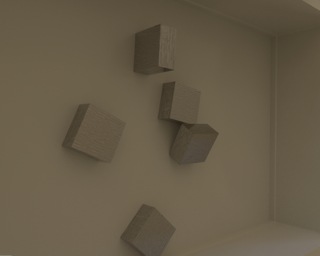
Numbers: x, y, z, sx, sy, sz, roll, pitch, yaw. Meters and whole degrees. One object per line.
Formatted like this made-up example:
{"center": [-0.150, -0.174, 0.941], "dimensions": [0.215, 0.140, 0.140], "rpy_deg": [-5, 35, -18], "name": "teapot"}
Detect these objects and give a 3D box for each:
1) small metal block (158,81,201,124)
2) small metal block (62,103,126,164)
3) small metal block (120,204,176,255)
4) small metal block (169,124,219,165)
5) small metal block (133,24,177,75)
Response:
{"center": [0.028, -0.032, 0.429], "dimensions": [0.050, 0.025, 0.050], "rpy_deg": [14, 81, -39], "name": "small metal block"}
{"center": [-0.073, 0.007, 0.346], "dimensions": [0.050, 0.025, 0.050], "rpy_deg": [31, 71, -36], "name": "small metal block"}
{"center": [-0.014, 0.134, 0.395], "dimensions": [0.050, 0.025, 0.050], "rpy_deg": [52, 60, -28], "name": "small metal block"}
{"center": [0.047, 0.022, 0.431], "dimensions": [0.050, 0.025, 0.050], "rpy_deg": [-1, 123, -40], "name": "small metal block"}
{"center": [-0.007, -0.095, 0.384], "dimensions": [0.025, 0.050, 0.050], "rpy_deg": [5, 87, -40], "name": "small metal block"}
